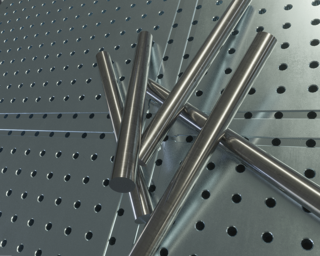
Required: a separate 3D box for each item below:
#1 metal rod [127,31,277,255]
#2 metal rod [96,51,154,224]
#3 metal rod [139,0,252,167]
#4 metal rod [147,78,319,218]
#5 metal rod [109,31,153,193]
[{"bbox_3d":[0.045,0.027,0.340,0.025,0.025,0.299,28,85,37],"label":"metal rod"},{"bbox_3d":[-0.057,-0.009,0.442,0.025,0.025,0.299,-28,52,10],"label":"metal rod"},{"bbox_3d":[0.050,-0.080,0.405,0.025,0.025,0.300,17,63,34],"label":"metal rod"},{"bbox_3d":[0.066,0.005,0.369,0.025,0.025,0.300,-48,52,-6],"label":"metal rod"},{"bbox_3d":[-0.030,-0.048,0.402,0.025,0.025,0.300,-17,39,18],"label":"metal rod"}]
